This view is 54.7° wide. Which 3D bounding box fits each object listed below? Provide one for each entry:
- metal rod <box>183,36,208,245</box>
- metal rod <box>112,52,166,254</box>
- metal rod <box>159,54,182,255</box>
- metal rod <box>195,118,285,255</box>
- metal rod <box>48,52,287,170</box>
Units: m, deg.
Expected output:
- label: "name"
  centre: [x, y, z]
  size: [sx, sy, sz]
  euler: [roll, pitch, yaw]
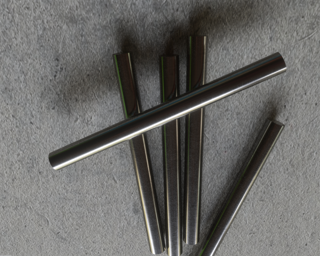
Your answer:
- label: "metal rod"
  centre: [0.046, 0.030, 0.420]
  size: [0.025, 0.025, 0.298]
  euler: [-1, 110, 0]
- label: "metal rod"
  centre: [-0.024, 0.047, 0.426]
  size: [0.025, 0.025, 0.298]
  euler: [-8, 110, 3]
- label: "metal rod"
  centre: [0.017, 0.051, 0.428]
  size: [0.025, 0.025, 0.298]
  euler: [-2, 110, 1]
- label: "metal rod"
  centre: [0.100, 0.123, 0.455]
  size: [0.025, 0.025, 0.298]
  euler: [19, 109, -7]
- label: "metal rod"
  centre: [0.002, -0.016, 0.375]
  size: [0.301, 0.025, 0.025]
  euler: [-23, 109, 8]
